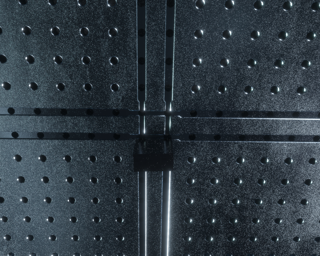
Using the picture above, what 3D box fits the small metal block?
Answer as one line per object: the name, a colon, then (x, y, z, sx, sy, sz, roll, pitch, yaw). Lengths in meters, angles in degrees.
small metal block: (-0.008, 0.035, 0.413, 0.050, 0.050, 0.025, -1, 110, 0)
